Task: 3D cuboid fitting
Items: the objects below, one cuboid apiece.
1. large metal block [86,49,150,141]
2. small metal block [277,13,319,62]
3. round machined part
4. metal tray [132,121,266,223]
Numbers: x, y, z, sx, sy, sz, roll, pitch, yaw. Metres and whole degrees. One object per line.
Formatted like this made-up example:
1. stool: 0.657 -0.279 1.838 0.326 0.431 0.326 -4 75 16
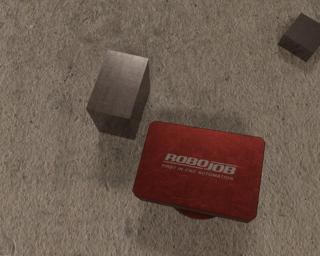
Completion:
1. large metal block: -0.048 -0.039 0.392 0.050 0.080 0.080 14 71 4
2. small metal block: 0.214 -0.135 0.460 0.050 0.025 0.050 37 74 12
3. round machined part: 0.052 0.060 0.378 0.099 0.042 0.098 0 70 -1
4. metal tray: 0.044 0.047 0.347 0.131 0.030 0.090 9 69 12
